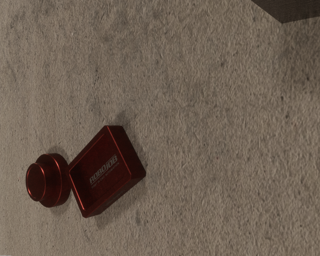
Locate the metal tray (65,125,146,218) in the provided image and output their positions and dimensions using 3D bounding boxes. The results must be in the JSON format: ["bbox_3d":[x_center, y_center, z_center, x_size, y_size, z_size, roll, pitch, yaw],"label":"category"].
[{"bbox_3d":[-0.088,0.067,0.471,0.129,0.030,0.090,-43,64,31],"label":"metal tray"}]

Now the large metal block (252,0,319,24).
[{"bbox_3d":[0.130,-0.131,0.261,0.080,0.081,0.050,1,91,39],"label":"large metal block"}]

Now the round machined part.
[{"bbox_3d":[-0.207,0.096,0.561,0.098,0.042,0.097,0,90,39],"label":"round machined part"}]
